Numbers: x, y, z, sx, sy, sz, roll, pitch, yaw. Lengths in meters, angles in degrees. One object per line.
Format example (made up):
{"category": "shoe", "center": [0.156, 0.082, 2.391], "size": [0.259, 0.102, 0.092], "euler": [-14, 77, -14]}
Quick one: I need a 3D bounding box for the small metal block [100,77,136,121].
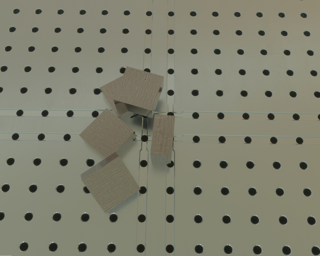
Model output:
{"category": "small metal block", "center": [-0.047, -0.042, 0.427], "size": [0.050, 0.025, 0.050], "euler": [-29, 73, -10]}

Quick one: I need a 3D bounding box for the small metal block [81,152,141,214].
{"category": "small metal block", "center": [-0.060, 0.065, 0.376], "size": [0.050, 0.025, 0.050], "euler": [-34, 106, -11]}

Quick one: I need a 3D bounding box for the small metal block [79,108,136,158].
{"category": "small metal block", "center": [-0.068, 0.011, 0.408], "size": [0.050, 0.025, 0.050], "euler": [39, 75, 13]}

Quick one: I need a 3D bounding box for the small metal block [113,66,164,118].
{"category": "small metal block", "center": [-0.026, -0.046, 0.402], "size": [0.050, 0.025, 0.050], "euler": [17, 71, 5]}

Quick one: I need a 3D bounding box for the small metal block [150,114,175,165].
{"category": "small metal block", "center": [0.004, 0.016, 0.393], "size": [0.025, 0.050, 0.050], "euler": [5, 70, 2]}
